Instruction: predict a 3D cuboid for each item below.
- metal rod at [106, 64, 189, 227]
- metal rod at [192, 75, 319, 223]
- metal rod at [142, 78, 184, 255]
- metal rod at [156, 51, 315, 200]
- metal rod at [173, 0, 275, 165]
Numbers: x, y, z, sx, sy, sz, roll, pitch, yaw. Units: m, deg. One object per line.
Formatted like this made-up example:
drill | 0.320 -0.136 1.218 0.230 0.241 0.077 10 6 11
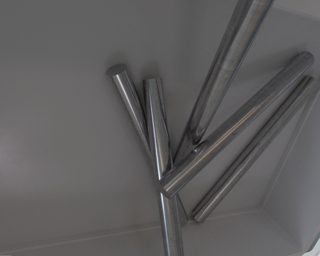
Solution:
metal rod | -0.006 0.046 0.433 0.025 0.025 0.299 -29 128 -10
metal rod | 0.156 0.040 0.518 0.025 0.025 0.299 31 101 -38
metal rod | 0.009 0.088 0.388 0.025 0.025 0.298 -10 98 -23
metal rod | 0.112 -0.016 0.410 0.301 0.025 0.025 -39 131 -22
metal rod | 0.050 -0.022 0.341 0.025 0.025 0.298 -14 150 -20
